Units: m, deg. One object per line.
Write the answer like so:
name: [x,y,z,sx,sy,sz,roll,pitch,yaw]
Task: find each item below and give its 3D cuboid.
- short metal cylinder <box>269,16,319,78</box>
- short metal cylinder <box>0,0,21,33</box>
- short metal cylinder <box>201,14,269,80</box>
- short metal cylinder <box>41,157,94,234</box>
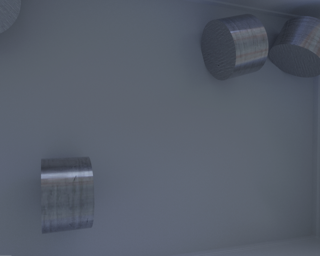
short metal cylinder: [0.213,-0.119,0.462,0.080,0.080,0.050,33,79,-17]
short metal cylinder: [-0.186,-0.138,0.311,0.081,0.050,0.079,-14,125,-21]
short metal cylinder: [0.099,-0.109,0.419,0.050,0.080,0.080,-17,96,-20]
short metal cylinder: [-0.104,0.073,0.343,0.050,0.080,0.079,-1,91,-20]
